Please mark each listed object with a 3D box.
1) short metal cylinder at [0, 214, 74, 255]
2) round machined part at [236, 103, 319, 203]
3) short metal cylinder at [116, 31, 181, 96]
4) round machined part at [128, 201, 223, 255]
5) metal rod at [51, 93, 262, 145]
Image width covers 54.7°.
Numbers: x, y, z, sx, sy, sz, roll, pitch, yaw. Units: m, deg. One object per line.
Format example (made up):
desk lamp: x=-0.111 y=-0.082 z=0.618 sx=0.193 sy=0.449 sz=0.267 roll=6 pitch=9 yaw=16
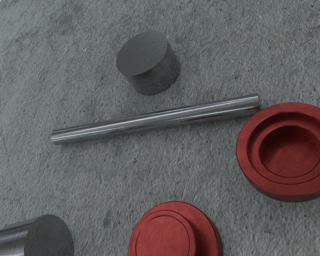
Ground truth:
short metal cylinder: x=-0.144 y=0.144 z=0.354 sx=0.050 sy=0.080 sz=0.080 roll=-18 pitch=55 yaw=17
round machined part: x=0.130 y=0.027 z=0.308 sx=0.098 sy=0.042 sz=0.098 roll=-13 pitch=56 yaw=20
short metal cylinder: x=-0.016 y=-0.094 z=0.453 sx=0.080 sy=0.050 sz=0.080 roll=-13 pitch=56 yaw=20
round machined part: x=0.010 y=0.121 z=0.312 sx=0.098 sy=0.042 sz=0.098 roll=-13 pitch=56 yaw=20
metal rod: x=-0.021 y=-0.007 z=0.417 sx=0.301 sy=0.025 sz=0.025 roll=-9 pitch=58 yaw=23
